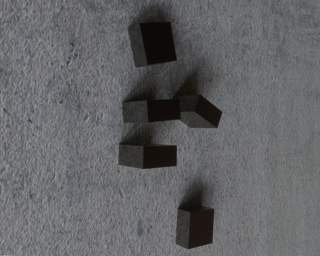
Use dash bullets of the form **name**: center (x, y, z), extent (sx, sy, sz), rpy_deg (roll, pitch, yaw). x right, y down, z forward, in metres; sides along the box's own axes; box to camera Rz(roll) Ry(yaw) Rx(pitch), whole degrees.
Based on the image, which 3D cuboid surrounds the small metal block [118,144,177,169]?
- **small metal block**: center (-0.015, 0.033, 0.375), extent (0.050, 0.050, 0.025), rpy_deg (1, 90, -40)

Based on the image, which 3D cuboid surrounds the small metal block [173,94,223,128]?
- **small metal block**: center (0.049, -0.022, 0.429), extent (0.050, 0.050, 0.025), rpy_deg (32, 70, -36)

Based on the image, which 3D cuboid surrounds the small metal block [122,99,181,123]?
- **small metal block**: center (-0.011, -0.021, 0.379), extent (0.050, 0.050, 0.025), rpy_deg (-7, 95, -40)

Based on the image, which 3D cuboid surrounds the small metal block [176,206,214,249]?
- **small metal block**: center (0.051, 0.142, 0.447), extent (0.050, 0.025, 0.050), rpy_deg (5, 87, -40)

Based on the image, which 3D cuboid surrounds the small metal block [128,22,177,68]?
- **small metal block**: center (-0.009, -0.107, 0.396), extent (0.050, 0.025, 0.050), rpy_deg (-18, 102, -38)
